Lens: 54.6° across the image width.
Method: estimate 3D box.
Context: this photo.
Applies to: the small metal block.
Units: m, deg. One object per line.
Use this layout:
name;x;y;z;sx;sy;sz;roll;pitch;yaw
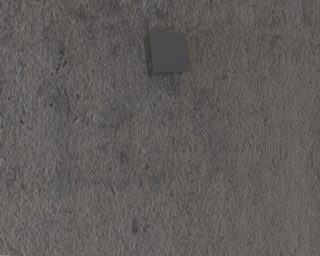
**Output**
small metal block;0.008;-0.098;0.412;0.050;0.025;0.050;-8;93;-20
